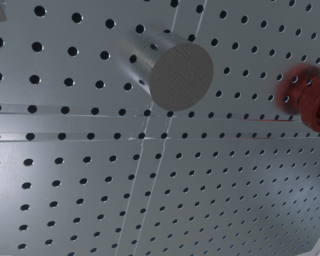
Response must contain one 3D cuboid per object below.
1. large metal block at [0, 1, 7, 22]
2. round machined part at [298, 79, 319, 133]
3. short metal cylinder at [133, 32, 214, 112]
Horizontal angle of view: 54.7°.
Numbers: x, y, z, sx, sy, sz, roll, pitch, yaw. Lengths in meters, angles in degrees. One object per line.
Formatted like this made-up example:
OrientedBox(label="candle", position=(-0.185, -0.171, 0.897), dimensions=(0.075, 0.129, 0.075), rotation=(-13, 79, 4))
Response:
OrientedBox(label="large metal block", position=(-0.164, -0.101, 0.223), dimensions=(0.081, 0.080, 0.050), rotation=(-21, 126, -16))
OrientedBox(label="round machined part", position=(0.276, -0.045, 0.523), dimensions=(0.099, 0.042, 0.097), rotation=(-14, 124, -21))
OrientedBox(label="short metal cylinder", position=(0.015, -0.066, 0.362), dimensions=(0.081, 0.050, 0.079), rotation=(-14, 124, -21))
